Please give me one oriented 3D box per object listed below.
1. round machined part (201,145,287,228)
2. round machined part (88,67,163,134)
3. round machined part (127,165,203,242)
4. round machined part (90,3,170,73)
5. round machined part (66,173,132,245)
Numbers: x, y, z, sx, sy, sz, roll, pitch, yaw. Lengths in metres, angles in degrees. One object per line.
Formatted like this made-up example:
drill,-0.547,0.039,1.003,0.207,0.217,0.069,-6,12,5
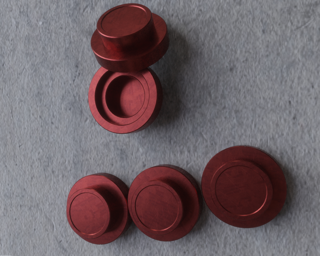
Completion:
round machined part,0.097,0.070,0.366,0.098,0.042,0.097,0,90,19
round machined part,-0.042,-0.041,0.414,0.098,0.042,0.097,0,90,19
round machined part,0.002,0.098,0.398,0.098,0.042,0.097,0,90,19
round machined part,-0.040,-0.118,0.387,0.098,0.042,0.098,-5,53,8
round machined part,-0.089,0.114,0.430,0.098,0.042,0.097,0,90,19
